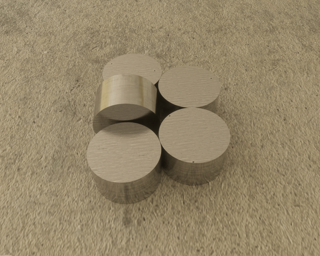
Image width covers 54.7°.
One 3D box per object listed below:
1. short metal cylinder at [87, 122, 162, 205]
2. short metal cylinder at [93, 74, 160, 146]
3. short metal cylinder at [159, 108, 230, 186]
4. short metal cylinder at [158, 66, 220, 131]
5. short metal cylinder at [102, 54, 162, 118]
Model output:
[{"bbox_3d":[-0.038,0.040,0.354,0.080,0.050,0.080,0,50,1],"label":"short metal cylinder"},{"bbox_3d":[-0.041,-0.021,0.386,0.081,0.080,0.050,-2,50,-2],"label":"short metal cylinder"},{"bbox_3d":[0.039,0.022,0.369,0.080,0.050,0.080,0,51,1],"label":"short metal cylinder"},{"bbox_3d":[0.038,-0.040,0.421,0.080,0.050,0.080,0,51,0],"label":"short metal cylinder"},{"bbox_3d":[-0.037,-0.061,0.439,0.080,0.050,0.080,0,50,1],"label":"short metal cylinder"}]
